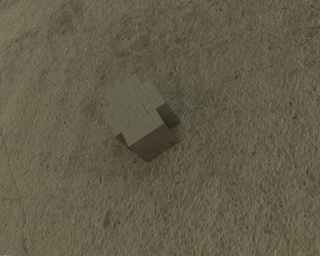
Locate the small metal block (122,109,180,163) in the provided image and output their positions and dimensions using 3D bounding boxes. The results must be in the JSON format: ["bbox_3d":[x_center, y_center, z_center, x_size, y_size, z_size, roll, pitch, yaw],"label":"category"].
[{"bbox_3d":[-0.010,0.011,0.386,0.050,0.050,0.025,-34,52,6],"label":"small metal block"}]

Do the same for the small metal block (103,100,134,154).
[{"bbox_3d":[-0.045,-0.001,0.411,0.025,0.050,0.050,-35,52,5],"label":"small metal block"}]

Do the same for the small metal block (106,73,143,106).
[{"bbox_3d":[-0.038,-0.041,0.432,0.050,0.050,0.025,-34,52,6],"label":"small metal block"}]

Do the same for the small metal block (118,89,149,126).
[{"bbox_3d":[-0.024,-0.015,0.409,0.025,0.050,0.050,-35,52,5],"label":"small metal block"}]

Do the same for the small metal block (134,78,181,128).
[{"bbox_3d":[-0.003,-0.029,0.407,0.025,0.050,0.050,-35,52,5],"label":"small metal block"}]
